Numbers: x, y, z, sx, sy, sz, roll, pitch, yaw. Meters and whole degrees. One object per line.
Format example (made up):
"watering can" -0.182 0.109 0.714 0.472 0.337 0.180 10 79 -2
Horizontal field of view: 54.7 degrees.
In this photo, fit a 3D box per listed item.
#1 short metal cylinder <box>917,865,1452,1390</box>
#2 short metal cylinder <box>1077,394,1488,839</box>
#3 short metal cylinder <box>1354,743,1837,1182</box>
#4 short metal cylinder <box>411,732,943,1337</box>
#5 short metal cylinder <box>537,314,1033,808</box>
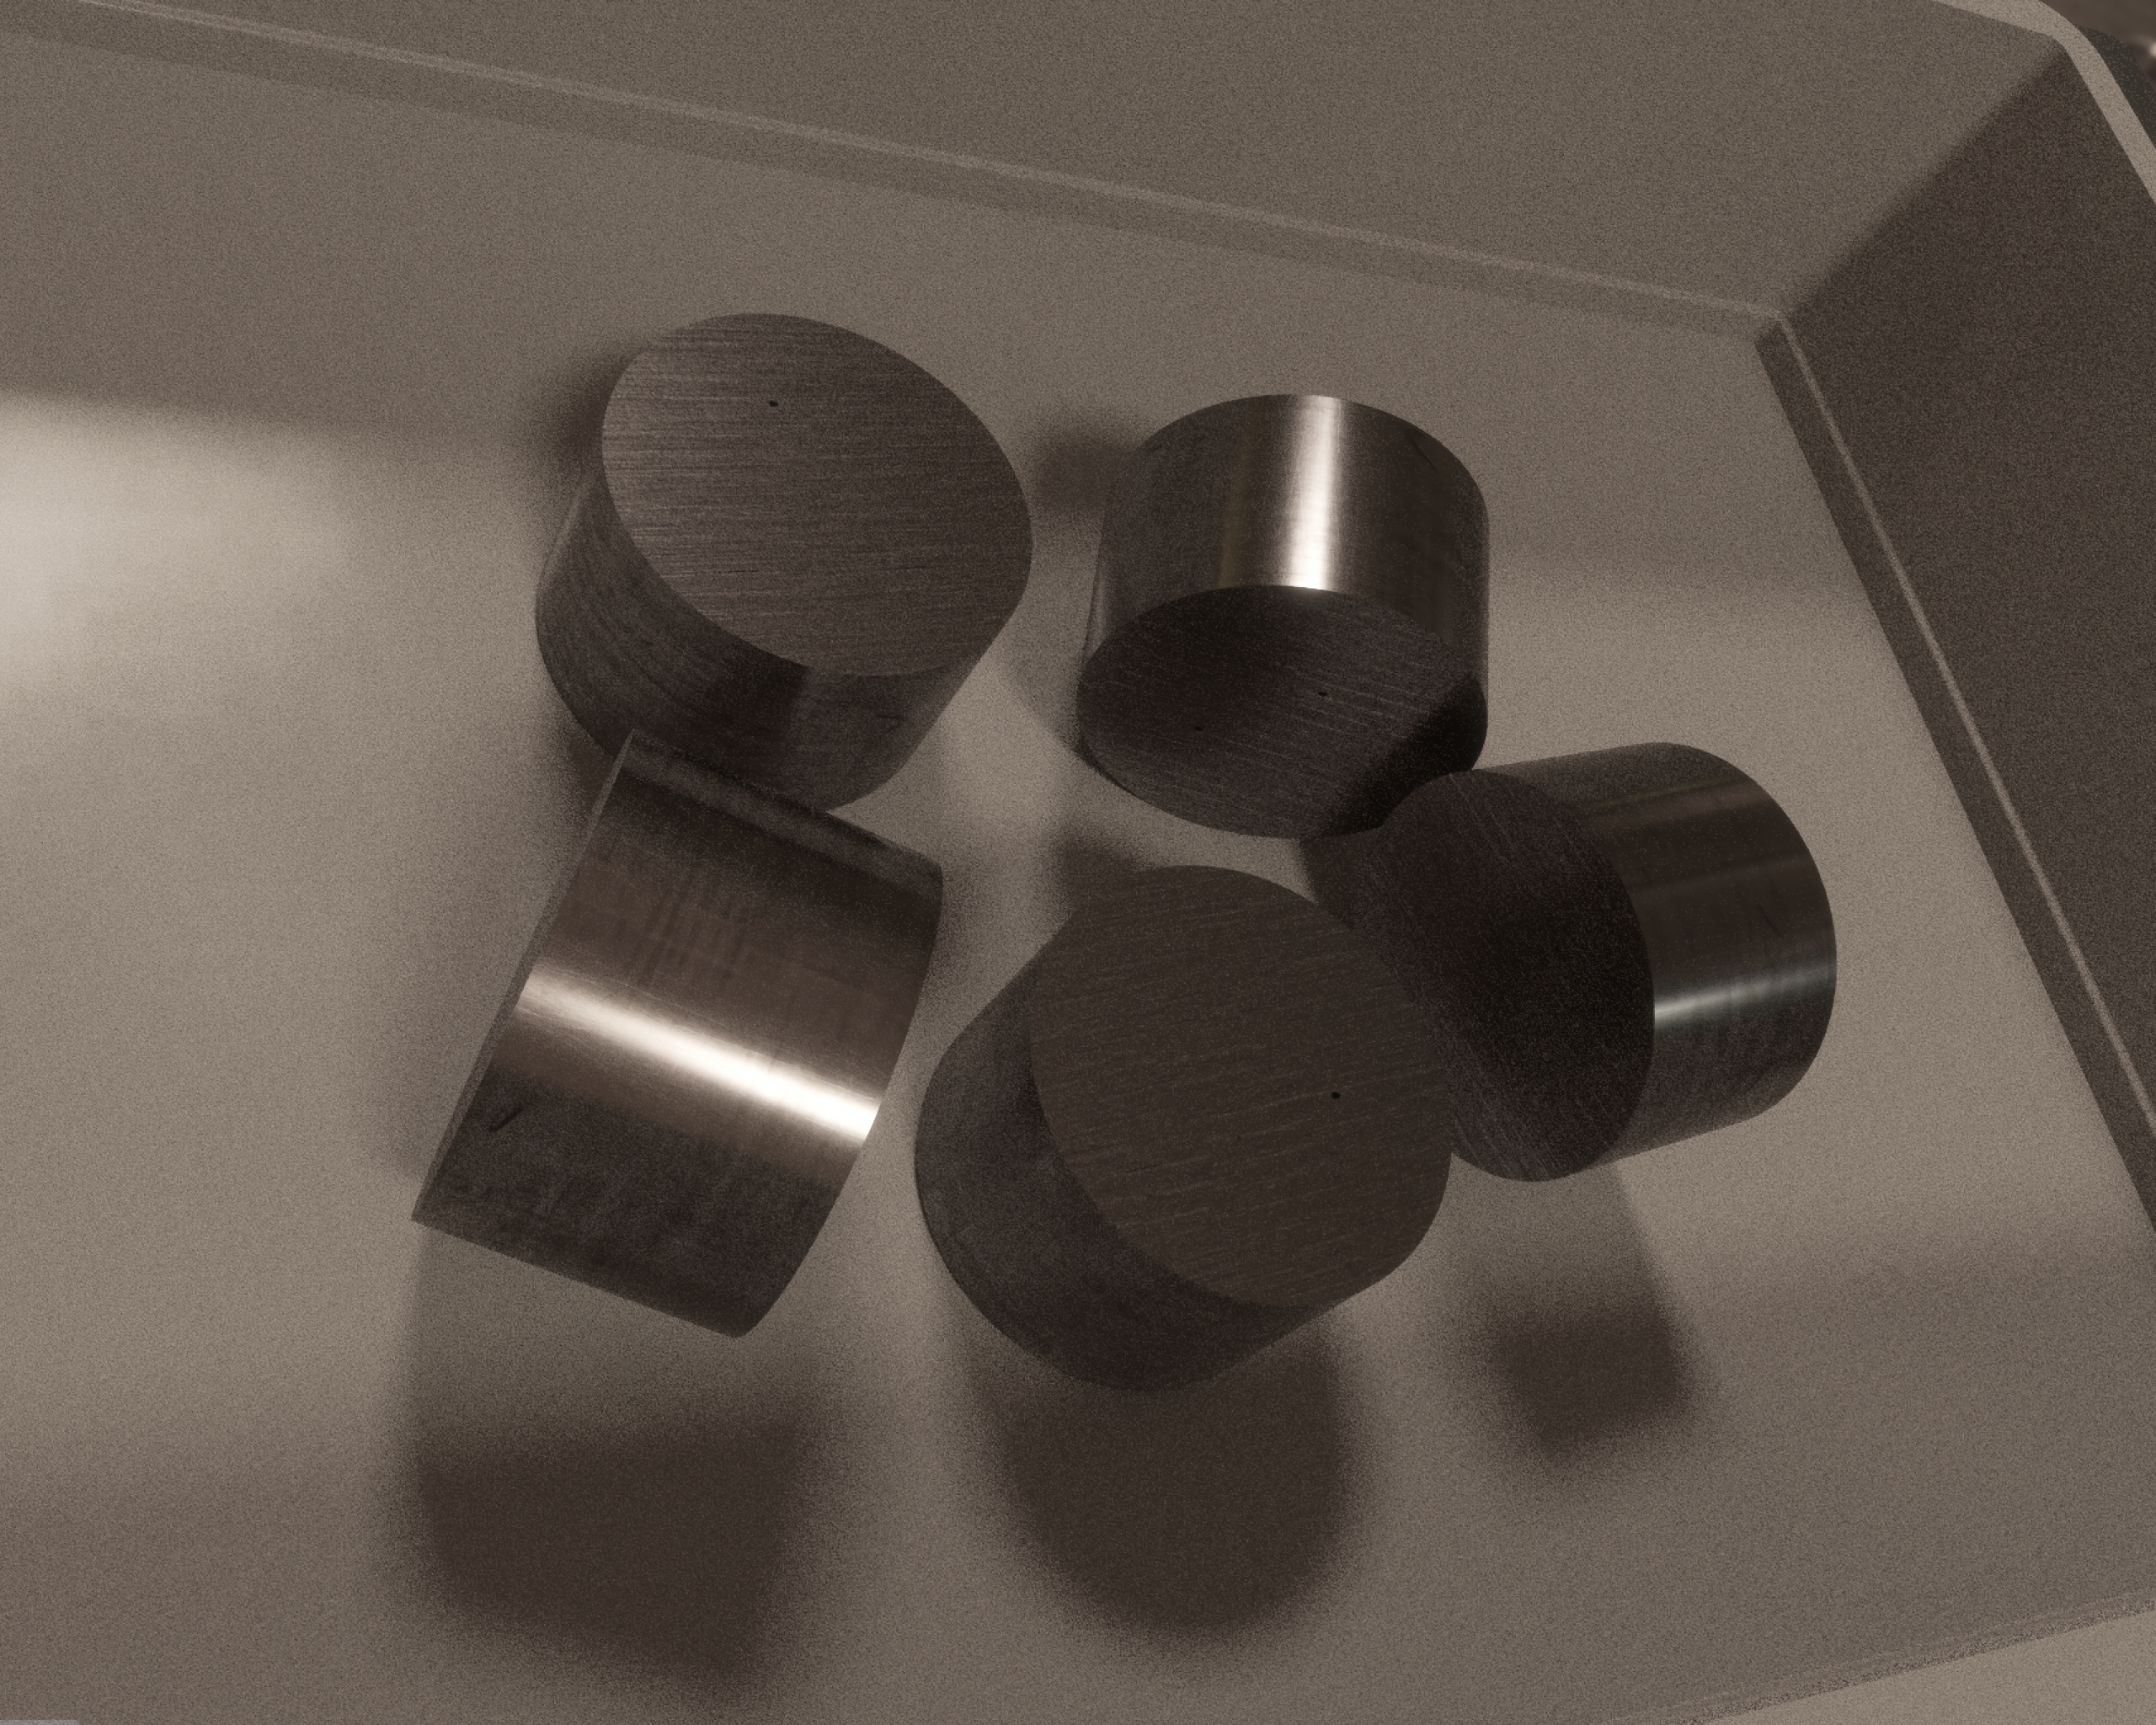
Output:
"short metal cylinder" 0.018 0.047 0.370 0.081 0.050 0.080 14 56 -21
"short metal cylinder" 0.043 -0.048 0.424 0.080 0.080 0.050 20 54 -17
"short metal cylinder" 0.100 0.018 0.413 0.050 0.080 0.080 -9 67 -33
"short metal cylinder" -0.061 0.026 0.320 0.050 0.080 0.080 24 53 -14
"short metal cylinder" -0.056 -0.055 0.392 0.081 0.050 0.080 14 56 -21
